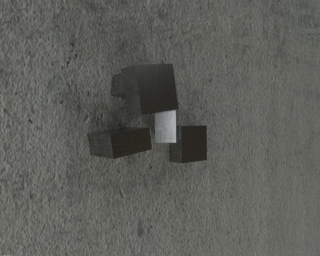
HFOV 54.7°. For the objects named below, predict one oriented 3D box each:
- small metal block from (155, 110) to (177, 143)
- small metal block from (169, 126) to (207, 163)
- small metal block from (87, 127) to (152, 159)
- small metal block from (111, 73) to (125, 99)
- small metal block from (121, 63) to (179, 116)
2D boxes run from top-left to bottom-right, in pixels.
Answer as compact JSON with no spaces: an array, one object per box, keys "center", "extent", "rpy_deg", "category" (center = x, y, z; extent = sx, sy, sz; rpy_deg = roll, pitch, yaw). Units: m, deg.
[{"center":[0.009,-0.008,0.393],"extent":[0.050,0.025,0.050],"rpy_deg":[-19,108,-84],"category":"small metal block"},{"center":[0.040,0.022,0.438],"extent":[0.050,0.025,0.050],"rpy_deg":[-1,91,-40],"category":"small metal block"},{"center":[-0.046,0.015,0.350],"extent":[0.050,0.050,0.025],"rpy_deg":[-11,98,-39],"category":"small metal block"},{"center":[-0.023,-0.048,0.368],"extent":[0.050,0.050,0.025],"rpy_deg":[12,82,-38],"category":"small metal block"},{"center":[-0.010,-0.041,0.330],"extent":[0.050,0.025,0.050],"rpy_deg":[-12,96,-39],"category":"small metal block"}]
